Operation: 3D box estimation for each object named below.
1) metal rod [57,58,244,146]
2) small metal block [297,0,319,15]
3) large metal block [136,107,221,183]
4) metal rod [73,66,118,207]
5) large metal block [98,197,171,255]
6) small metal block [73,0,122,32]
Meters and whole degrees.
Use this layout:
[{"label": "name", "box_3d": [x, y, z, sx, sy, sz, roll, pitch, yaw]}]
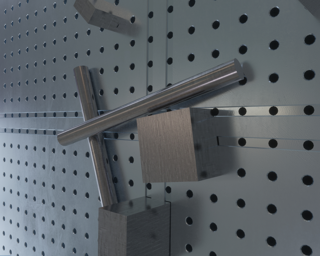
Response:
[{"label": "metal rod", "box_3d": [-0.034, -0.024, 0.417, 0.300, 0.025, 0.025, -19, 78, 32]}, {"label": "small metal block", "box_3d": [0.142, -0.136, 0.276, 0.050, 0.050, 0.025, -46, 62, 30]}, {"label": "large metal block", "box_3d": [0.022, 0.022, 0.375, 0.080, 0.050, 0.080, -10, 84, 39]}, {"label": "metal rod", "box_3d": [-0.095, 0.043, 0.488, 0.025, 0.025, 0.299, -24, 75, 37]}, {"label": "large metal block", "box_3d": [-0.032, 0.139, 0.400, 0.050, 0.081, 0.079, 2, 91, 40]}, {"label": "small metal block", "box_3d": [-0.095, -0.177, 0.472, 0.050, 0.050, 0.025, 51, 120, 27]}]
